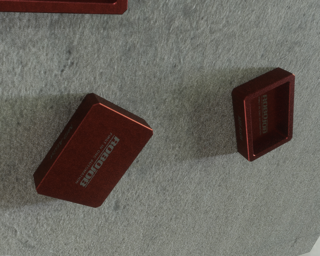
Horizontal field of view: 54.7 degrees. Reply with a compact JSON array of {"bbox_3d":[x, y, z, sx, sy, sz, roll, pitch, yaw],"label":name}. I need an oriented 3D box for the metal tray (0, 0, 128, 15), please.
[{"bbox_3d":[-0.092,-0.147,0.262,0.131,0.030,0.089,-8,122,-25],"label":"metal tray"}]

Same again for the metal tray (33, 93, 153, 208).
[{"bbox_3d":[-0.081,0.032,0.381,0.090,0.030,0.130,28,103,-38],"label":"metal tray"}]

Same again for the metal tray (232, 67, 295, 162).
[{"bbox_3d":[0.163,-0.018,0.483,0.091,0.030,0.129,-26,128,-13],"label":"metal tray"}]
